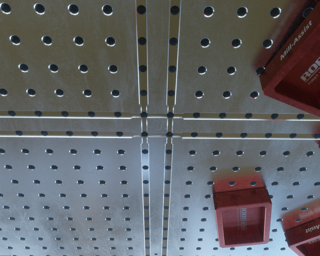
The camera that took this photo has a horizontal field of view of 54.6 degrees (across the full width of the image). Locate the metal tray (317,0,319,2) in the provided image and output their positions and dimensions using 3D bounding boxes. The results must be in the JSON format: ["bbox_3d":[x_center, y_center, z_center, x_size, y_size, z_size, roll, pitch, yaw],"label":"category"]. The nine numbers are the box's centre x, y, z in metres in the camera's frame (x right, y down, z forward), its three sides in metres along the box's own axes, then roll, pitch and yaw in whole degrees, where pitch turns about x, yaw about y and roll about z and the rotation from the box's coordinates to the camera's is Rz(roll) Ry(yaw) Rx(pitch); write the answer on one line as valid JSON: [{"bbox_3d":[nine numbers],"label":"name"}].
[{"bbox_3d":[0.193,-0.095,0.288,0.130,0.090,0.030,36,119,-27],"label":"metal tray"}]

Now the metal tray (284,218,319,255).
[{"bbox_3d":[0.317,0.205,0.584,0.130,0.030,0.090,-33,123,25],"label":"metal tray"}]

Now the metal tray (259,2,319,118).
[{"bbox_3d":[0.182,-0.076,0.332,0.090,0.030,0.129,19,134,-13],"label":"metal tray"}]

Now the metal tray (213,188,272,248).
[{"bbox_3d":[0.145,0.162,0.546,0.090,0.030,0.129,-8,130,6],"label":"metal tray"}]
